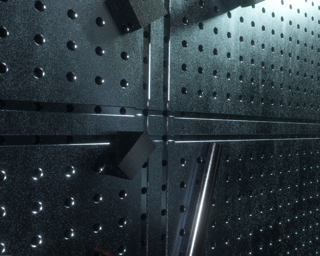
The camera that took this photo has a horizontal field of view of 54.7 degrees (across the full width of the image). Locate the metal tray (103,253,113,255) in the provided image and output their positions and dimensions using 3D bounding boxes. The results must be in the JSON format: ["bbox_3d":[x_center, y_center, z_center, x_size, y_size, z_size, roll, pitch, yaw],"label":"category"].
[{"bbox_3d":[-0.071,0.223,0.347,0.131,0.030,0.090,-47,118,-30],"label":"metal tray"}]

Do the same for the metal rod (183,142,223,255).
[{"bbox_3d":[0.050,0.168,0.454,0.025,0.025,0.299,24,75,-38],"label":"metal rod"}]

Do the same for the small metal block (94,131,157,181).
[{"bbox_3d":[-0.040,0.030,0.361,0.025,0.050,0.050,52,59,-28],"label":"small metal block"}]

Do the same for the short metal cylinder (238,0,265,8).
[{"bbox_3d":[0.165,-0.243,0.514,0.080,0.080,0.050,-43,116,-32],"label":"short metal cylinder"}]

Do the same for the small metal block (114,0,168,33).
[{"bbox_3d":[-0.025,-0.156,0.390,0.050,0.025,0.050,-41,115,-32],"label":"small metal block"}]
